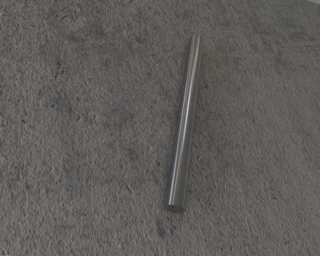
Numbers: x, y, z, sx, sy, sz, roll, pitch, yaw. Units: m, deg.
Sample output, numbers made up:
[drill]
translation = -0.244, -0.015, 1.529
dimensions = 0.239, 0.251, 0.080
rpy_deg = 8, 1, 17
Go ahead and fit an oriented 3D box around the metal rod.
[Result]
[metal rod]
translation = 0.039, -0.028, 0.441
dimensions = 0.025, 0.025, 0.300
rpy_deg = 22, 54, -15
